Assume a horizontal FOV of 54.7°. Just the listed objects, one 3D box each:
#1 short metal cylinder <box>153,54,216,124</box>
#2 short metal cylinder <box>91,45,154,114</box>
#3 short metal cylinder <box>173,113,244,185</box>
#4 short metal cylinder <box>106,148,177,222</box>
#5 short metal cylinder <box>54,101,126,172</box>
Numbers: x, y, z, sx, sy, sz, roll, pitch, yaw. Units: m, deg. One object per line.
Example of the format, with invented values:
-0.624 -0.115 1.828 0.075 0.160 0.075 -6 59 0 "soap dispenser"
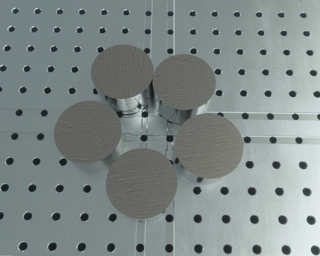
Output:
0.031 -0.051 0.416 0.081 0.050 0.080 0 70 0 "short metal cylinder"
-0.048 -0.065 0.421 0.081 0.050 0.080 0 70 0 "short metal cylinder"
0.058 0.028 0.388 0.081 0.050 0.080 0 71 0 "short metal cylinder"
-0.020 0.069 0.371 0.080 0.050 0.080 0 70 0 "short metal cylinder"
-0.086 0.012 0.393 0.081 0.050 0.080 0 70 0 "short metal cylinder"
